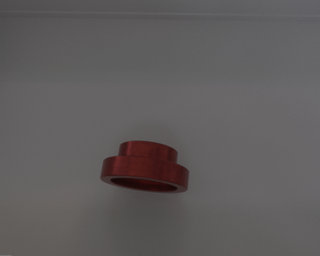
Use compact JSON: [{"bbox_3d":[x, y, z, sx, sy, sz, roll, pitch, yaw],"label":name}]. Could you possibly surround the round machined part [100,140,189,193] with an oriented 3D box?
[{"bbox_3d":[-0.016,0.044,0.355,0.098,0.098,0.042,6,70,2],"label":"round machined part"}]
